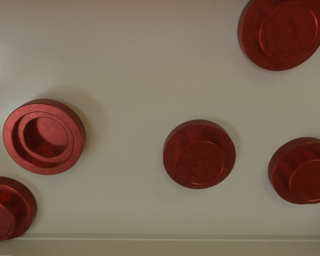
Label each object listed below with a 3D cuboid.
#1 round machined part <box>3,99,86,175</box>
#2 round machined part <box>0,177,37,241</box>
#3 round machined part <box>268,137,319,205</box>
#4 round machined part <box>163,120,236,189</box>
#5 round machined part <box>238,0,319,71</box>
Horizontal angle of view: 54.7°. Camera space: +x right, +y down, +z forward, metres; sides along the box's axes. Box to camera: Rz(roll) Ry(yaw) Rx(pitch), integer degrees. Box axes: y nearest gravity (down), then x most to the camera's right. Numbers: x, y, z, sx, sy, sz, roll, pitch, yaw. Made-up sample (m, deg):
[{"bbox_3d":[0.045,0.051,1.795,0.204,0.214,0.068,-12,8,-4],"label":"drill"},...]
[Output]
[{"bbox_3d":[-0.146,0.009,0.404,0.099,0.042,0.097,0,110,0],"label":"round machined part"},{"bbox_3d":[-0.234,0.122,0.445,0.099,0.042,0.097,0,110,0],"label":"round machined part"},{"bbox_3d":[0.205,0.065,0.428,0.099,0.042,0.097,0,110,0],"label":"round machined part"},{"bbox_3d":[0.053,0.041,0.418,0.099,0.042,0.097,0,110,0],"label":"round machined part"},{"bbox_3d":[0.143,-0.113,0.357,0.099,0.042,0.097,0,115,0],"label":"round machined part"}]
